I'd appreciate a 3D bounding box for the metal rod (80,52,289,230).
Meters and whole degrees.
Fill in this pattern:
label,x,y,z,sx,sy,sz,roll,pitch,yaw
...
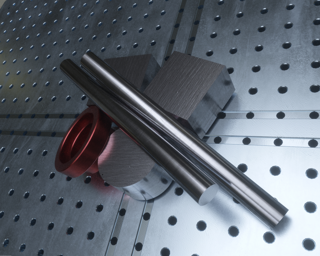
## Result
label,x,y,z,sx,sy,sz,roll,pitch,yaw
metal rod,0.009,-0.002,0.352,0.300,0.025,0.025,40,85,24

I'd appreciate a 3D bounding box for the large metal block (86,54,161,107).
label,x,y,z,sx,sy,sz,roll,pitch,yaw
large metal block,-0.046,-0.054,0.441,0.080,0.050,0.080,1,62,28

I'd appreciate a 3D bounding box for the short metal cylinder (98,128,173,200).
label,x,y,z,sx,sy,sz,roll,pitch,yaw
short metal cylinder,-0.027,0.041,0.375,0.080,0.050,0.080,-13,56,21

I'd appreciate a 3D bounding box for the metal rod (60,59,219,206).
label,x,y,z,sx,sy,sz,roll,pitch,yaw
metal rod,-0.047,-0.016,0.372,0.025,0.025,0.300,-47,52,-4

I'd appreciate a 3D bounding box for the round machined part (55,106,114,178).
label,x,y,z,sx,sy,sz,roll,pitch,yaw
round machined part,-0.094,0.022,0.414,0.098,0.042,0.098,-35,36,31

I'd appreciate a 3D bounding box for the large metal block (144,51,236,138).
label,x,y,z,sx,sy,sz,roll,pitch,yaw
large metal block,0.035,-0.043,0.394,0.080,0.050,0.080,27,77,37
